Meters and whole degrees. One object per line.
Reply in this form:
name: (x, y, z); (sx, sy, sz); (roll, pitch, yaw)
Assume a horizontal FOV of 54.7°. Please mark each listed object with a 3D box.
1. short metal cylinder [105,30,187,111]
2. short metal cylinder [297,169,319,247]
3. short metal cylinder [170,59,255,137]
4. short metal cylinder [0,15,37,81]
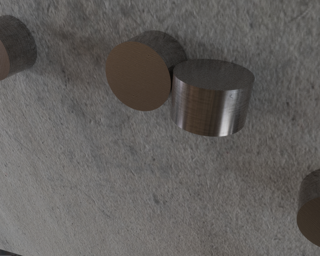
short metal cylinder: (-0.014, -0.066, 0.355); (0.080, 0.050, 0.079); (14, 124, 21)
short metal cylinder: (0.197, 0.090, 0.343); (0.080, 0.050, 0.079); (13, 124, 20)
short metal cylinder: (0.052, -0.034, 0.322); (0.080, 0.080, 0.050); (15, 125, 19)
short metal cylinder: (-0.223, -0.113, 0.436); (0.080, 0.050, 0.079); (13, 124, 20)
